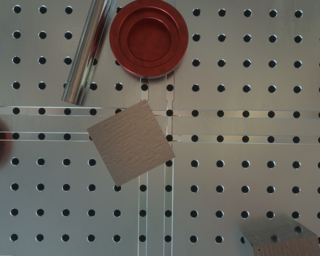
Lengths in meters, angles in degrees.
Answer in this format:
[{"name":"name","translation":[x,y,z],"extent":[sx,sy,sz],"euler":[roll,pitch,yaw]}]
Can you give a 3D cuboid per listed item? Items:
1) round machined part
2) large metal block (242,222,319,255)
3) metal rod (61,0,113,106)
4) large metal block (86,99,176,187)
[{"name":"round machined part","translation":[-0.014,-0.113,0.405],"extent":[0.099,0.042,0.097],"euler":[0,90,0]},{"name":"large metal block","translation":[0.159,0.177,0.402],"extent":[0.080,0.050,0.080],"euler":[-10,90,0]},{"name":"metal rod","translation":[-0.075,-0.176,0.412],"extent":[0.025,0.025,0.298],"euler":[17,90,0]},{"name":"large metal block","translation":[-0.035,0.018,0.400],"extent":[0.080,0.050,0.080],"euler":[-28,90,0]}]
